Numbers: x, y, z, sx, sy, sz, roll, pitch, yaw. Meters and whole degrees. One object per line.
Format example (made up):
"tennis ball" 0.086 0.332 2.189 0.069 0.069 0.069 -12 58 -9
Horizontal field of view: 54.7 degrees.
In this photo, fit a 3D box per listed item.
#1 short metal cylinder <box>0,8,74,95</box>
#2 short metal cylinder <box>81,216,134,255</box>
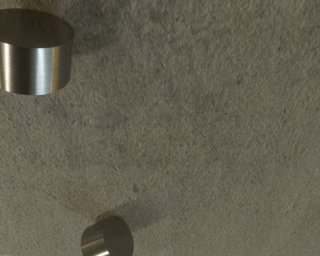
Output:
"short metal cylinder" -0.128 -0.076 0.304 0.081 0.080 0.050 11 129 -10
"short metal cylinder" -0.091 0.202 0.542 0.050 0.080 0.080 -28 125 22
